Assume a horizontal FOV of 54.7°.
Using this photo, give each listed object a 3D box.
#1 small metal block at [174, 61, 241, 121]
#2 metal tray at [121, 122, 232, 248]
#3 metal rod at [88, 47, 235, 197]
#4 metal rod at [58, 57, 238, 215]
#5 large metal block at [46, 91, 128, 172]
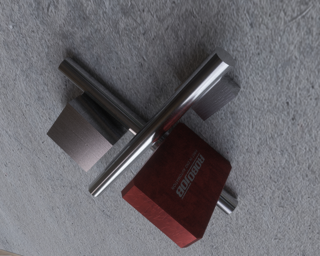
[{"bbox_3d":[0.054,-0.044,0.352,0.050,0.025,0.050,46,129,-4],"label":"small metal block"},{"bbox_3d":[0.026,0.059,0.361,0.090,0.131,0.030,41,130,0],"label":"metal tray"},{"bbox_3d":[-0.019,0.014,0.392,0.025,0.025,0.298,43,129,-2],"label":"metal rod"},{"bbox_3d":[-0.015,0.011,0.422,0.300,0.025,0.025,41,129,0],"label":"metal rod"},{"bbox_3d":[-0.103,0.004,0.445,0.080,0.050,0.080,45,129,-4],"label":"large metal block"}]
